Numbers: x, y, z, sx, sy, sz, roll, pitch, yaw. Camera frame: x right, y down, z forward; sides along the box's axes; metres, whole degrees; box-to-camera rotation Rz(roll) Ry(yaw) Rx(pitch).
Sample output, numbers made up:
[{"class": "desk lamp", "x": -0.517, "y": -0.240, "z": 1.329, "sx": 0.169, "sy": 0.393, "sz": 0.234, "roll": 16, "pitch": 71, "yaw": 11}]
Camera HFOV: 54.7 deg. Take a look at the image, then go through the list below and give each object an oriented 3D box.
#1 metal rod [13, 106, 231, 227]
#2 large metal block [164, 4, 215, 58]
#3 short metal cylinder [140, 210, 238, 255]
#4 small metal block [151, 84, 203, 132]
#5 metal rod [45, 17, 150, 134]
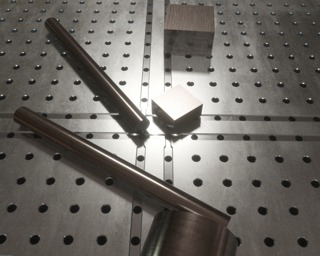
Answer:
[{"class": "metal rod", "x": -0.060, "y": 0.043, "z": 0.370, "sx": 0.301, "sy": 0.025, "sz": 0.025, "roll": 25, "pitch": 54, "yaw": 19}, {"class": "large metal block", "x": 0.050, "y": -0.169, "z": 0.534, "sx": 0.080, "sy": 0.050, "sz": 0.080, "roll": 4, "pitch": 50, "yaw": 3}, {"class": "short metal cylinder", "x": 0.024, "y": 0.116, "z": 0.275, "sx": 0.080, "sy": 0.080, "sz": 0.050, "roll": 15, "pitch": 52, "yaw": 11}, {"class": "small metal block", "x": 0.023, "y": -0.029, "z": 0.432, "sx": 0.050, "sy": 0.025, "sz": 0.050, "roll": -31, "pitch": 57, "yaw": -24}, {"class": "metal rod", "x": -0.111, "y": -0.096, "z": 0.486, "sx": 0.025, "sy": 0.025, "sz": 0.300, "roll": -29, "pitch": 56, "yaw": -22}]
